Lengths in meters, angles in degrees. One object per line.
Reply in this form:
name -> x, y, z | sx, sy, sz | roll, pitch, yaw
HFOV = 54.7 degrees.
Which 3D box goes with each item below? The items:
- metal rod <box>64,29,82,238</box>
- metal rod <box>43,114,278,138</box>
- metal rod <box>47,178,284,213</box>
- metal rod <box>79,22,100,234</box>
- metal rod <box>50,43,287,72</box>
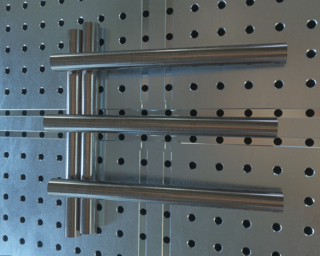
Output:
metal rod -> -0.125, 0.008, 0.454 | 0.025, 0.025, 0.298 | 1, 90, 19
metal rod -> -0.010, -0.004, 0.399 | 0.301, 0.025, 0.025 | 1, 91, 13
metal rod -> -0.003, 0.085, 0.397 | 0.301, 0.025, 0.025 | 1, 90, 13
metal rod -> -0.101, 0.000, 0.446 | 0.025, 0.025, 0.298 | 1, 90, 19
metal rod -> 0.000, -0.089, 0.396 | 0.301, 0.025, 0.025 | 1, 90, 13
